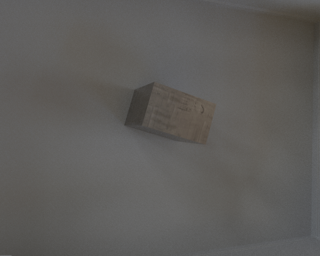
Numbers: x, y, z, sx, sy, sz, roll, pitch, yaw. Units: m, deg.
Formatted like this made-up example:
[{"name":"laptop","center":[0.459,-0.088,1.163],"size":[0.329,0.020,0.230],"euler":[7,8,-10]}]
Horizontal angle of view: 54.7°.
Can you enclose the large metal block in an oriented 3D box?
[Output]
[{"name":"large metal block","center":[0.010,-0.016,0.386],"size":[0.081,0.080,0.050],"euler":[17,84,-20]}]
